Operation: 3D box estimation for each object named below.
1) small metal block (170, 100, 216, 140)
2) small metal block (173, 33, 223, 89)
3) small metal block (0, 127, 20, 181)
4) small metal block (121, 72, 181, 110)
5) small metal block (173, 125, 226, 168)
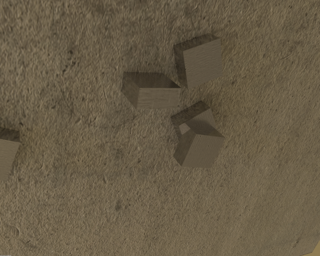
[{"bbox_3d":[0.048,-0.003,0.432,0.050,0.025,0.050,-29,129,-10],"label":"small metal block"},{"bbox_3d":[0.048,-0.083,0.382,0.050,0.025,0.050,-23,127,-15],"label":"small metal block"},{"bbox_3d":[-0.181,0.025,0.323,0.050,0.025,0.050,16,110,-35],"label":"small metal block"},{"bbox_3d":[-0.011,-0.044,0.357,0.050,0.050,0.025,-4,120,-27],"label":"small metal block"},{"bbox_3d":[0.053,0.026,0.419,0.050,0.025,0.050,8,115,-32],"label":"small metal block"}]
